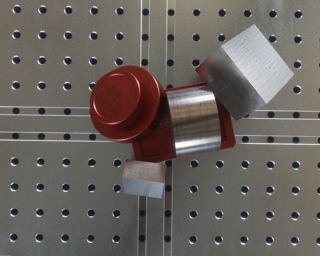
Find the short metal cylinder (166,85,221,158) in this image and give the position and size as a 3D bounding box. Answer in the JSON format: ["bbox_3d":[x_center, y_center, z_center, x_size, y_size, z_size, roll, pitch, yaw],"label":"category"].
[{"bbox_3d":[0.038,-0.008,0.370,0.050,0.080,0.080,-9,90,-1],"label":"short metal cylinder"}]

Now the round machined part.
[{"bbox_3d":[-0.046,-0.033,0.382,0.098,0.042,0.098,-6,74,22],"label":"round machined part"}]

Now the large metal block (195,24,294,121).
[{"bbox_3d":[0.104,-0.068,0.378,0.080,0.050,0.080,-39,91,-37],"label":"large metal block"}]

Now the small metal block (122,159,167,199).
[{"bbox_3d":[-0.020,0.066,0.395,0.050,0.050,0.025,8,56,0],"label":"small metal block"}]

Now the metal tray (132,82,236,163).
[{"bbox_3d":[0.025,-0.007,0.409,0.131,0.030,0.089,-11,90,0],"label":"metal tray"}]
